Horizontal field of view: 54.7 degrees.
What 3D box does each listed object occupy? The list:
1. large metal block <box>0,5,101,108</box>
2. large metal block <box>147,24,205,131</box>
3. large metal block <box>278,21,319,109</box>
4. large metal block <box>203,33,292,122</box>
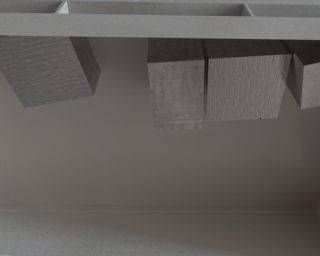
[{"bbox_3d":[-0.118,-0.074,0.328,0.080,0.050,0.080,-9,130,7],"label":"large metal block"},{"bbox_3d":[0.017,-0.054,0.327,0.050,0.080,0.080,-3,130,3],"label":"large metal block"},{"bbox_3d":[0.172,-0.070,0.315,0.080,0.080,0.050,-10,130,8],"label":"large metal block"},{"bbox_3d":[0.090,-0.056,0.346,0.080,0.050,0.080,-3,130,2],"label":"large metal block"}]
